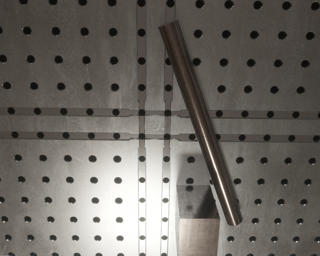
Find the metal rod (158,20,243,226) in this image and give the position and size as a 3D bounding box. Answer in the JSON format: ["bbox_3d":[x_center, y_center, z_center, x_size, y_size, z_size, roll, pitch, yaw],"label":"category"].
[{"bbox_3d":[0.061,0.007,0.416,0.025,0.025,0.298,-19,109,6],"label":"metal rod"}]

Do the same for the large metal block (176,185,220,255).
[{"bbox_3d":[0.049,0.136,0.435,0.050,0.080,0.079,0,110,-1],"label":"large metal block"}]
